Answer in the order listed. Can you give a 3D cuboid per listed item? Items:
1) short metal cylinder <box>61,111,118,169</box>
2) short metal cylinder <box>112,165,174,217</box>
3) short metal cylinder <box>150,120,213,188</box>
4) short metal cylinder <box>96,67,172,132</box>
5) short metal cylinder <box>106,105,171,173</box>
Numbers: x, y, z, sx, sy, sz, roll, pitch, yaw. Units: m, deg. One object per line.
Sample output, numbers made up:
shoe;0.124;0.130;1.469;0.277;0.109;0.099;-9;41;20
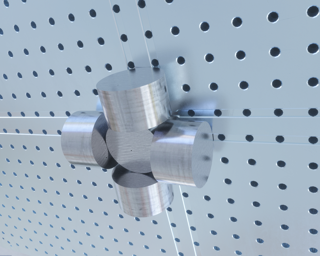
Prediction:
short metal cylinder;-0.090;0.015;0.433;0.050;0.080;0.080;1;119;27
short metal cylinder;-0.023;0.078;0.435;0.080;0.080;0.050;6;121;25
short metal cylinder;0.029;0.030;0.379;0.050;0.080;0.079;4;120;26
short metal cylinder;-0.030;-0.036;0.369;0.080;0.080;0.050;3;119;27
short metal cylinder;-0.025;0.014;0.417;0.080;0.050;0.079;12;123;20
